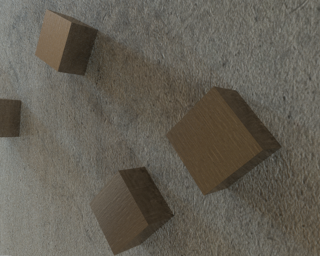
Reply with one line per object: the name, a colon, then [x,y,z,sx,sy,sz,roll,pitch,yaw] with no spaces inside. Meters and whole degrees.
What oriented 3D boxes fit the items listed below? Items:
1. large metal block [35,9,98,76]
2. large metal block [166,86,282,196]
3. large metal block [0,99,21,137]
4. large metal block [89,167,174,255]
large metal block: [-0.159,-0.143,0.520,0.080,0.050,0.079,35,111,34]
large metal block: [0.066,0.014,0.334,0.080,0.050,0.080,-47,62,30]
large metal block: [-0.350,-0.025,0.678,0.080,0.050,0.079,8,95,39]
large metal block: [-0.041,0.111,0.423,0.080,0.050,0.080,-49,61,29]
